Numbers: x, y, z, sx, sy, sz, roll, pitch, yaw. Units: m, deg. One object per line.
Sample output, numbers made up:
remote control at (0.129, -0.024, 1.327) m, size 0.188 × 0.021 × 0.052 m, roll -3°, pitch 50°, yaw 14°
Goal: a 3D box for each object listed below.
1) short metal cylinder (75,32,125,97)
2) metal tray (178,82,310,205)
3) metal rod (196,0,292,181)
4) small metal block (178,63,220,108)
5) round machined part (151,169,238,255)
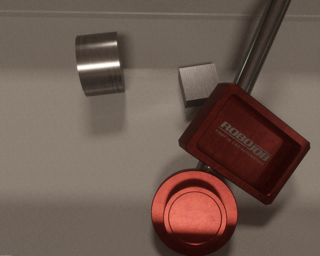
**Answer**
short metal cylinder at (-0.077, -0.084, 0.410) m, size 0.050 × 0.080 × 0.080 m, roll -7°, pitch 70°, yaw -3°
metal tray at (0.099, 0.019, 0.360) m, size 0.130 × 0.030 × 0.090 m, roll 35°, pitch 90°, yaw -16°
metal rod at (0.108, -0.067, 0.377) m, size 0.025 × 0.025 × 0.298 m, roll 23°, pitch 94°, yaw 8°
small metal block at (0.056, -0.059, 0.432) m, size 0.050 × 0.025 × 0.050 m, roll -9°, pitch 70°, yaw -4°
round machined part at (0.039, 0.097, 0.351) m, size 0.099 × 0.042 × 0.097 m, roll 0°, pitch 88°, yaw 4°
